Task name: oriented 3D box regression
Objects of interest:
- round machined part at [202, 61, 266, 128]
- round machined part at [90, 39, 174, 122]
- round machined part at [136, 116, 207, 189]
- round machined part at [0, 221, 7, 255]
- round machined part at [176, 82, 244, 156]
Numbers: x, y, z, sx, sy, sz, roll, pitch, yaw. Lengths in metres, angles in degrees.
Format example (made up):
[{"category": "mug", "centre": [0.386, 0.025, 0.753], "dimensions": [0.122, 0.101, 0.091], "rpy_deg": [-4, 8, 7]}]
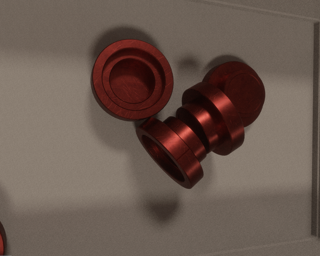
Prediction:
[{"category": "round machined part", "centre": [0.110, -0.047, 0.444], "dimensions": [0.099, 0.042, 0.097], "rpy_deg": [0, 90, -21]}, {"category": "round machined part", "centre": [-0.036, -0.056, 0.385], "dimensions": [0.099, 0.042, 0.097], "rpy_deg": [2, 85, -18]}, {"category": "round machined part", "centre": [0.018, 0.024, 0.380], "dimensions": [0.042, 0.098, 0.098], "rpy_deg": [-41, 103, -15]}, {"category": "round machined part", "centre": [-0.214, 0.125, 0.323], "dimensions": [0.099, 0.042, 0.097], "rpy_deg": [0, 90, -21]}, {"category": "round machined part", "centre": [0.057, -0.006, 0.394], "dimensions": [0.042, 0.098, 0.098], "rpy_deg": [-31, 101, -17]}]
